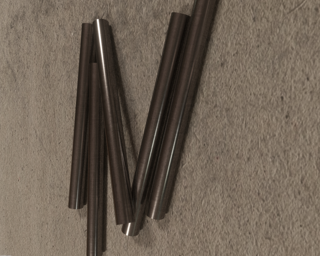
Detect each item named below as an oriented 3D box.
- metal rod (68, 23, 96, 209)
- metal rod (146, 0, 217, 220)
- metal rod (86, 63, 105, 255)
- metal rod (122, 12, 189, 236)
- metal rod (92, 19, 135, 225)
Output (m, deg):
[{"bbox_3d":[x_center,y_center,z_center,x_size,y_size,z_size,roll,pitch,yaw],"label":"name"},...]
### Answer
[{"bbox_3d":[-0.126,-0.016,0.505,0.025,0.025,0.298,9,96,39],"label":"metal rod"},{"bbox_3d":[0.026,-0.028,0.381,0.025,0.025,0.298,21,103,38],"label":"metal rod"},{"bbox_3d":[-0.100,0.050,0.484,0.025,0.025,0.298,2,91,39],"label":"metal rod"},{"bbox_3d":[-0.008,0.003,0.409,0.025,0.025,0.298,22,104,37],"label":"metal rod"},{"bbox_3d":[-0.068,-0.019,0.439,0.025,0.025,0.299,-21,71,38],"label":"metal rod"}]
